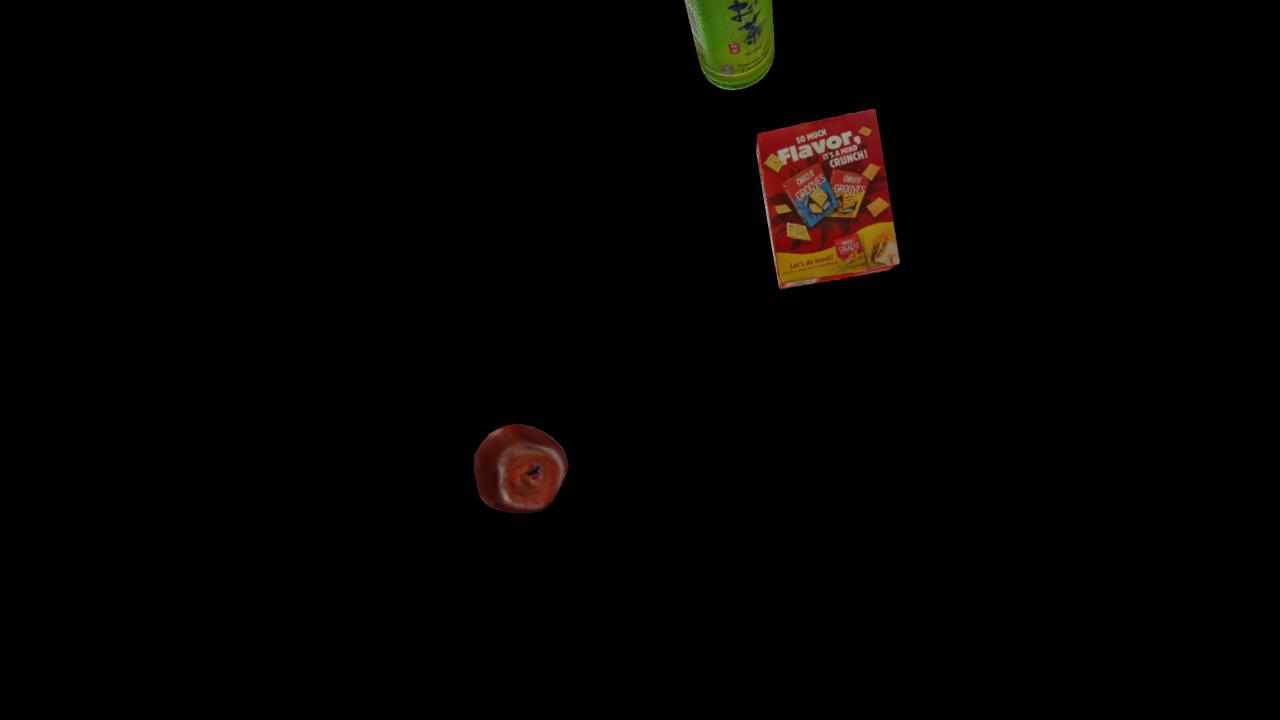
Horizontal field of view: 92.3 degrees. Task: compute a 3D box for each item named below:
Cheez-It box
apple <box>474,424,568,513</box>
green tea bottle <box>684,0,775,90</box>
[{"bbox_3d":[0.264,-0.225,0.881,0.166,0.223,0.071,-9,-2,9],"label":"Cheez-It box"},{"bbox_3d":[-0.103,0.092,0.527,0.079,0.079,0.093,0,-1,-30],"label":"apple"},{"bbox_3d":[0.064,-0.294,0.473,0.073,0.073,0.212,0,-7,16],"label":"green tea bottle"}]
